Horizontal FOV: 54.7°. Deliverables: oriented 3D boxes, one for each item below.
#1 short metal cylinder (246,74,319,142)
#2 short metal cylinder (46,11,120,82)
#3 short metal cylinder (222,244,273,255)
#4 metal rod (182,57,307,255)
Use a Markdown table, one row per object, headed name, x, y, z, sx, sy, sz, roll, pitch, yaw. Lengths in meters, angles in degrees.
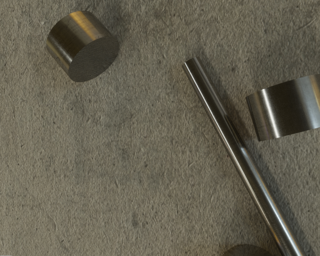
| name | x | y | z | sx | sy | sz | roll | pitch | yaw |
| --- | --- | --- | --- | --- | --- | --- | --- | --- | --- |
| short metal cylinder | 0.138 | -0.020 | 0.331 | 0.080 | 0.080 | 0.050 | -17 | 85 | 19 |
| short metal cylinder | -0.102 | -0.108 | 0.416 | 0.080 | 0.080 | 0.050 | -44 | 76 | 15 |
| short metal cylinder | 0.103 | 0.184 | 0.359 | 0.080 | 0.050 | 0.080 | 0 | 90 | 20 |
| metal rod | 0.105 | 0.048 | 0.371 | 0.025 | 0.025 | 0.299 | -29 | 81 | 17 |
